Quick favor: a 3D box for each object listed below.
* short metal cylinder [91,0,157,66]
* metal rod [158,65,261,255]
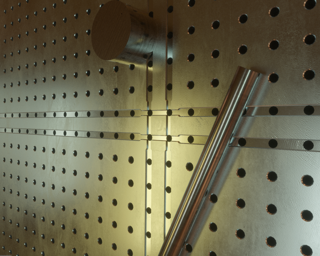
[{"bbox_3d":[-0.051,-0.131,0.436,0.080,0.050,0.080,0,90,40],"label":"short metal cylinder"},{"bbox_3d":[0.046,0.072,0.371,0.025,0.025,0.298,32,110,35],"label":"metal rod"}]
